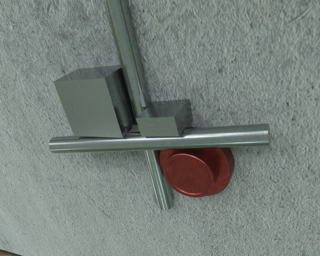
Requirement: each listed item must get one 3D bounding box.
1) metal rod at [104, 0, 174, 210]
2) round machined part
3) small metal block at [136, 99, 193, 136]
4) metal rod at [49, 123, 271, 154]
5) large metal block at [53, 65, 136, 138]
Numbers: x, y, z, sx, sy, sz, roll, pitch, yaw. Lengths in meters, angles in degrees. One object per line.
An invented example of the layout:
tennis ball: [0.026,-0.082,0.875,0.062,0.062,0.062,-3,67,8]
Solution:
metal rod: [-0.021,-0.013,0.409,0.025,0.025,0.298,1,119,27]
round machined part: [0.044,0.051,0.404,0.098,0.042,0.097,13,124,20]
small metal block: [0.007,-0.013,0.379,0.050,0.050,0.025,-1,118,28]
metal rod: [-0.019,0.016,0.395,0.301,0.025,0.025,-4,117,25]
large metal block: [-0.080,-0.035,0.410,0.080,0.050,0.079,1,119,27]
